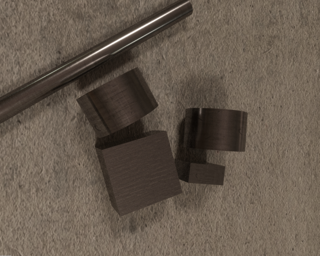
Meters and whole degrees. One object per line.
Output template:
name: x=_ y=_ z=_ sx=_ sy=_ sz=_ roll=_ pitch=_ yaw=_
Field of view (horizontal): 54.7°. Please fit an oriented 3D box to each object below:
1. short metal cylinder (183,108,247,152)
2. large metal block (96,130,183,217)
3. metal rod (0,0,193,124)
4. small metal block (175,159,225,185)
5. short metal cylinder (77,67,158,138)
short metal cylinder: x=0.072 y=0.003 z=0.408 sx=0.081 sy=0.080 sz=0.050 roll=5 pitch=89 yaw=-20
large metal block: x=-0.027 y=0.052 z=0.387 sx=0.081 sy=0.050 sz=0.080 roll=-16 pitch=96 yaw=-20
metal rod: x=-0.082 y=-0.084 z=0.379 sx=0.302 sy=0.025 sz=0.025 roll=-34 pitch=102 yaw=-17
small metal block: x=0.051 y=0.059 z=0.416 sx=0.050 sy=0.050 sz=0.025 roll=8 pitch=88 yaw=-20
short metal cylinder: x=-0.049 y=-0.030 z=0.362 sx=0.080 sy=0.080 sz=0.050 roll=-32 pitch=101 yaw=-18
